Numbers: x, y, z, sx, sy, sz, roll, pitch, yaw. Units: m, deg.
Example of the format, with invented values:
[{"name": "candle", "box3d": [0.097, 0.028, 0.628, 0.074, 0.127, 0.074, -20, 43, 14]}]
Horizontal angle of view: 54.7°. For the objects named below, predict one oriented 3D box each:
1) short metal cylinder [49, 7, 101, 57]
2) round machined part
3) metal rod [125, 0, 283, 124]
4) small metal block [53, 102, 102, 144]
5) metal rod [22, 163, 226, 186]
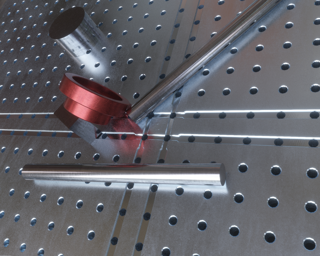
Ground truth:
[{"name": "short metal cylinder", "box3d": [-0.161, -0.182, 0.589, 0.080, 0.050, 0.080, -13, 56, 21]}, {"name": "round machined part", "box3d": [-0.097, -0.038, 0.440, 0.098, 0.099, 0.042, 36, 104, 38]}, {"name": "metal rod", "box3d": [0.073, -0.112, 0.438, 0.300, 0.025, 0.025, -40, 51, 0]}, {"name": "small metal block", "box3d": [-0.122, -0.008, 0.462, 0.025, 0.050, 0.050, -50, 52, -6]}, {"name": "metal rod", "box3d": [-0.066, 0.059, 0.406, 0.300, 0.025, 0.025, -3, 60, 26]}]
